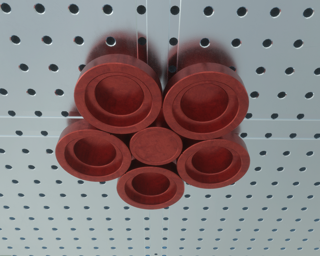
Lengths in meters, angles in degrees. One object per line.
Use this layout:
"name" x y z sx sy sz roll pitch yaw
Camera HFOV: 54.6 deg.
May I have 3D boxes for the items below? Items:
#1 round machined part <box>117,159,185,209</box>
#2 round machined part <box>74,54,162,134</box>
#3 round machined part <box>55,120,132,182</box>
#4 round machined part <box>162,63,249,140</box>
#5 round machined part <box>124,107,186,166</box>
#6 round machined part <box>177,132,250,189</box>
"round machined part" -0.014 0.076 0.464 0.099 0.042 0.097 0 130 0
"round machined part" -0.047 -0.043 0.363 0.099 0.042 0.097 0 130 0
"round machined part" -0.087 0.026 0.421 0.099 0.042 0.097 0 130 0
"round machined part" 0.052 -0.035 0.370 0.099 0.042 0.097 0 130 0
"round machined part" -0.005 0.012 0.410 0.099 0.042 0.097 0 130 0
"round machined part" 0.072 0.038 0.433 0.099 0.042 0.097 0 130 0
